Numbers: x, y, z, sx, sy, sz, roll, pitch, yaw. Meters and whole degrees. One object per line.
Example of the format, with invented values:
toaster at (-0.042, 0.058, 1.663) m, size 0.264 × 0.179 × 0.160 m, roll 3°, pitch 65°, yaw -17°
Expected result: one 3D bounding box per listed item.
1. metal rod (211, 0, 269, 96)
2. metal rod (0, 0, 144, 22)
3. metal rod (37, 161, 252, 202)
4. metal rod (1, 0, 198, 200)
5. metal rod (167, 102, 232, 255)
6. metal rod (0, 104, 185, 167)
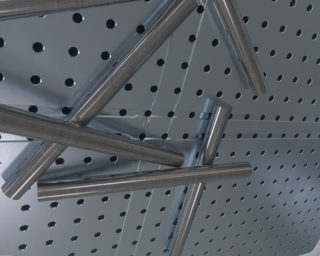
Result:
metal rod at (0.075, -0.147, 0.360) m, size 0.025 × 0.025 × 0.300 m, roll -40°, pitch 129°, yaw -1°
metal rod at (-0.095, -0.117, 0.279) m, size 0.302 × 0.025 × 0.025 m, roll -16°, pitch 125°, yaw -17°
metal rod at (-0.007, 0.071, 0.429) m, size 0.302 × 0.025 × 0.025 m, roll -3°, pitch 120°, yaw -20°
metal rod at (-0.071, -0.034, 0.351) m, size 0.300 × 0.025 × 0.025 m, roll -46°, pitch 129°, yaw 4°
metal rod at (0.058, 0.099, 0.502) m, size 0.025 × 0.025 × 0.298 m, roll -1°, pitch 119°, yaw -28°
metal rod at (-0.075, 0.013, 0.347) m, size 0.302 × 0.025 × 0.025 m, roll 18°, pitch 109°, yaw -45°
